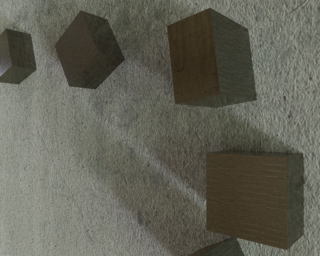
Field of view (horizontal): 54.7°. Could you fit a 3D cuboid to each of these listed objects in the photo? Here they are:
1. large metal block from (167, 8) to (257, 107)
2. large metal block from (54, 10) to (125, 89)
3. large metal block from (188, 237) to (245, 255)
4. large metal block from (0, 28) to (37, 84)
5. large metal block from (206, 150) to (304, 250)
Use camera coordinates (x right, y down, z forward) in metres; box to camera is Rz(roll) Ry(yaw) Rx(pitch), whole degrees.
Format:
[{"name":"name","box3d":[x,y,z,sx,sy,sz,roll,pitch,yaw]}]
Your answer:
[{"name":"large metal block","box3d":[0.056,-0.066,0.323,0.050,0.081,0.080,-9,84,40]},{"name":"large metal block","box3d":[-0.111,-0.118,0.480,0.080,0.050,0.080,-37,67,34]},{"name":"large metal block","box3d":[0.058,0.169,0.321,0.050,0.081,0.080,-36,68,34]},{"name":"large metal block","box3d":[-0.305,-0.145,0.641,0.080,0.050,0.080,-22,76,38]},{"name":"large metal block","box3d":[0.094,0.065,0.311,0.080,0.050,0.080,0,90,40]}]
